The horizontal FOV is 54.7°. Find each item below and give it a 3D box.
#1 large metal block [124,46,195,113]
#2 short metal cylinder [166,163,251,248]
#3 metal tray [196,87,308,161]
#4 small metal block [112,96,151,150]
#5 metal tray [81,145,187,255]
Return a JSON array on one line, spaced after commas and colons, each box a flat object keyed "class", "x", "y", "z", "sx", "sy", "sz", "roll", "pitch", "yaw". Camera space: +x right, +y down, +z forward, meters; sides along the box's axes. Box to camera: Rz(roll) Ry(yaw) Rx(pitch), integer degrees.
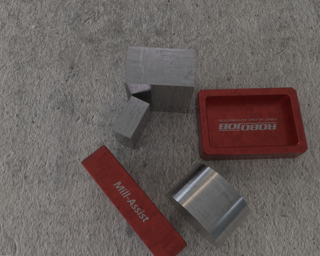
[{"class": "large metal block", "x": 0.001, "y": -0.059, "z": 0.401, "sx": 0.080, "sy": 0.080, "sz": 0.050, "roll": 3, "pitch": 70, "yaw": 1}, {"class": "short metal cylinder", "x": 0.053, "y": 0.086, "z": 0.348, "sx": 0.050, "sy": 0.080, "sz": 0.080, "roll": -43, "pitch": 76, "yaw": -14}, {"class": "metal tray", "x": 0.116, "y": -0.006, "z": 0.408, "sx": 0.131, "sy": 0.030, "sz": 0.090, "roll": -2, "pitch": 70, "yaw": -1}, {"class": "small metal block", "x": -0.035, "y": -0.005, "z": 0.397, "sx": 0.025, "sy": 0.050, "sz": 0.050, "roll": 25, "pitch": 72, "yaw": 9}, {"class": "metal tray", "x": -0.028, "y": 0.086, "z": 0.342, "sx": 0.030, "sy": 0.090, "sz": 0.130, "roll": -39, "pitch": 75, "yaw": -13}]
